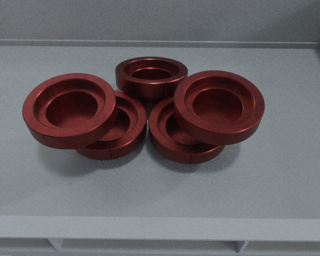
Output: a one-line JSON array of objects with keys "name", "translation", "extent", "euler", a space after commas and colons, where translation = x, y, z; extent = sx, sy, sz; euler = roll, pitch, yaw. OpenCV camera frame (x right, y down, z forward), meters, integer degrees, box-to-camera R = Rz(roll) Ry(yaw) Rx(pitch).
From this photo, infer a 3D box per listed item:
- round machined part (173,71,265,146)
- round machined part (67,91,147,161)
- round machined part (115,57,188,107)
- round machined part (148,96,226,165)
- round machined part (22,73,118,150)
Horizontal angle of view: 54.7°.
[{"name": "round machined part", "translation": [0.064, -0.019, 0.354], "extent": [0.099, 0.042, 0.098], "euler": [0, 50, 0]}, {"name": "round machined part", "translation": [-0.065, 0.001, 0.391], "extent": [0.099, 0.042, 0.098], "euler": [0, 50, 0]}, {"name": "round machined part", "translation": [-0.012, -0.063, 0.432], "extent": [0.099, 0.042, 0.098], "euler": [1, 32, -1]}, {"name": "round machined part", "translation": [0.035, 0.005, 0.388], "extent": [0.099, 0.042, 0.098], "euler": [0, 50, 0]}, {"name": "round machined part", "translation": [-0.097, -0.015, 0.350], "extent": [0.099, 0.042, 0.098], "euler": [0, 50, 0]}]
